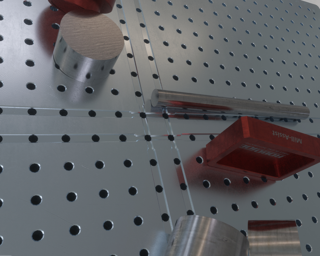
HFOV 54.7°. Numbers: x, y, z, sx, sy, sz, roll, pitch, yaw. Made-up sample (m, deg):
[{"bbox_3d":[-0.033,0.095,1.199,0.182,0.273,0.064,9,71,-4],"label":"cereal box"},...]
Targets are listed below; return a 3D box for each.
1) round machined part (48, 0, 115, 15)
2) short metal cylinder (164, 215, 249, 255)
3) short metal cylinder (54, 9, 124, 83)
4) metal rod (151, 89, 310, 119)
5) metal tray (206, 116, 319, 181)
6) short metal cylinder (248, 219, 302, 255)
[{"bbox_3d":[-0.113,-0.180,0.423,0.099,0.098,0.042,19,90,-17],"label":"round machined part"},{"bbox_3d":[0.046,0.133,0.316,0.080,0.080,0.050,32,52,-8],"label":"short metal cylinder"},{"bbox_3d":[-0.093,-0.107,0.405,0.081,0.050,0.080,13,59,-22],"label":"short metal cylinder"},{"bbox_3d":[0.128,-0.035,0.497,0.302,0.025,0.025,3,61,-27],"label":"metal rod"},{"bbox_3d":[0.141,0.033,0.421,0.131,0.090,0.030,15,56,-20],"label":"metal tray"},{"bbox_3d":[0.129,0.144,0.346,0.050,0.080,0.080,-7,55,18],"label":"short metal cylinder"}]
